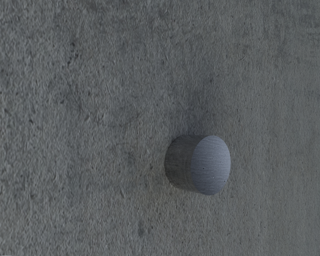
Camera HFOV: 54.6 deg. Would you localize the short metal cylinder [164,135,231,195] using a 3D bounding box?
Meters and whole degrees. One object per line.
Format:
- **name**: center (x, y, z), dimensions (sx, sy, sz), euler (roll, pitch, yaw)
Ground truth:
- **short metal cylinder**: center (0.053, 0.050, 0.432), dimensions (0.081, 0.050, 0.080), euler (0, 90, -40)
